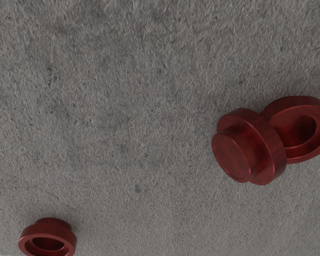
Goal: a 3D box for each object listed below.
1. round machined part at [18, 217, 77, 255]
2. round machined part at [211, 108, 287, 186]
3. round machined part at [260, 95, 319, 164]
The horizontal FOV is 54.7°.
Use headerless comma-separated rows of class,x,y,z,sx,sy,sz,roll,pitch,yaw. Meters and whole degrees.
round machined part,-0.201,0.200,0.564,0.099,0.042,0.097,0,130,0
round machined part,0.101,0.028,0.380,0.042,0.098,0.097,-27,133,-20
round machined part,0.167,-0.002,0.396,0.099,0.042,0.097,0,130,0
